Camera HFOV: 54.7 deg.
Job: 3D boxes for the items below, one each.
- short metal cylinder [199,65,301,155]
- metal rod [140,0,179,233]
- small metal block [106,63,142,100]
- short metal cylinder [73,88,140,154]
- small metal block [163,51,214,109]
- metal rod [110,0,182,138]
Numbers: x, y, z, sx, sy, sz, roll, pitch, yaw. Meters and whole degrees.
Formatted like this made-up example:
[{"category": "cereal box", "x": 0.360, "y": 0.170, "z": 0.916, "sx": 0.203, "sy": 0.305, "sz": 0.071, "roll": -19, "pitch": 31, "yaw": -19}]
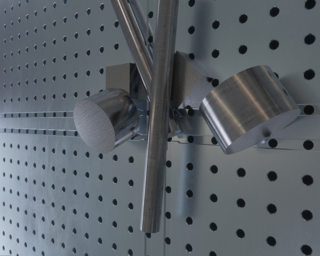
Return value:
[{"category": "short metal cylinder", "x": 0.086, "y": -0.016, "z": 0.303, "sx": 0.080, "sy": 0.081, "sz": 0.050, "roll": -41, "pitch": 66, "yaw": 32}, {"category": "metal rod", "x": 0.000, "y": -0.023, "z": 0.376, "sx": 0.025, "sy": 0.025, "sz": 0.298, "roll": 7, "pitch": 94, "yaw": 40}, {"category": "small metal block", "x": -0.053, "y": -0.066, "z": 0.453, "sx": 0.050, "sy": 0.025, "sz": 0.050, "roll": 1, "pitch": 91, "yaw": 40}, {"category": "short metal cylinder", "x": -0.075, "y": -0.011, "z": 0.437, "sx": 0.080, "sy": 0.050, "sz": 0.079, "roll": 20, "pitch": 126, "yaw": 31}, {"category": "small metal block", "x": 0.029, "y": -0.059, "z": 0.385, "sx": 0.050, "sy": 0.025, "sz": 0.050, "roll": 51, "pitch": 120, "yaw": 27}, {"category": "metal rod", "x": -0.036, "y": -0.125, "z": 0.438, "sx": 0.025, "sy": 0.025, "sz": 0.299, "roll": -33, "pitch": 70, "yaw": 35}]
